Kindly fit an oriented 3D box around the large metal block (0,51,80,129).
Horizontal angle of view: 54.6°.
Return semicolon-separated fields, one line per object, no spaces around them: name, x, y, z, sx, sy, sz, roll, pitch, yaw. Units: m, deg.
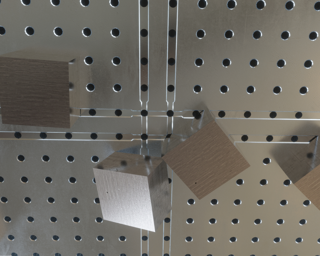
large metal block;-0.145;-0.048;0.381;0.080;0.050;0.079;4;110;-2

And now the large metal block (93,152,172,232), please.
large metal block;-0.035;0.082;0.414;0.080;0.050;0.080;4;113;27

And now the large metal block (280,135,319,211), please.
large metal block;0.230;0.064;0.425;0.080;0.050;0.080;43;104;-14

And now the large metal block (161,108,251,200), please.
large metal block;0.058;0.034;0.413;0.080;0.050;0.080;-37;106;12
